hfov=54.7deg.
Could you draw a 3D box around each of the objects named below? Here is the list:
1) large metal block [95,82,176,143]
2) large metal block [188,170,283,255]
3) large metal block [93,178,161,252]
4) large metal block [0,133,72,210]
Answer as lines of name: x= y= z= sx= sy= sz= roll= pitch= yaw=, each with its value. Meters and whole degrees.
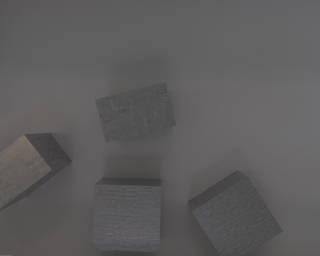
large metal block: x=-0.027 y=-0.017 z=0.384 sx=0.080 sy=0.080 sz=0.050 roll=-14 pitch=90 yaw=0
large metal block: x=0.094 y=0.113 z=0.400 sx=0.080 sy=0.050 sz=0.080 roll=-33 pitch=90 yaw=0
large metal block: x=-0.040 y=0.109 z=0.399 sx=0.081 sy=0.050 sz=0.080 roll=2 pitch=90 yaw=0
large metal block: x=-0.167 y=0.051 z=0.383 sx=0.080 sy=0.080 sz=0.050 roll=-38 pitch=90 yaw=0
